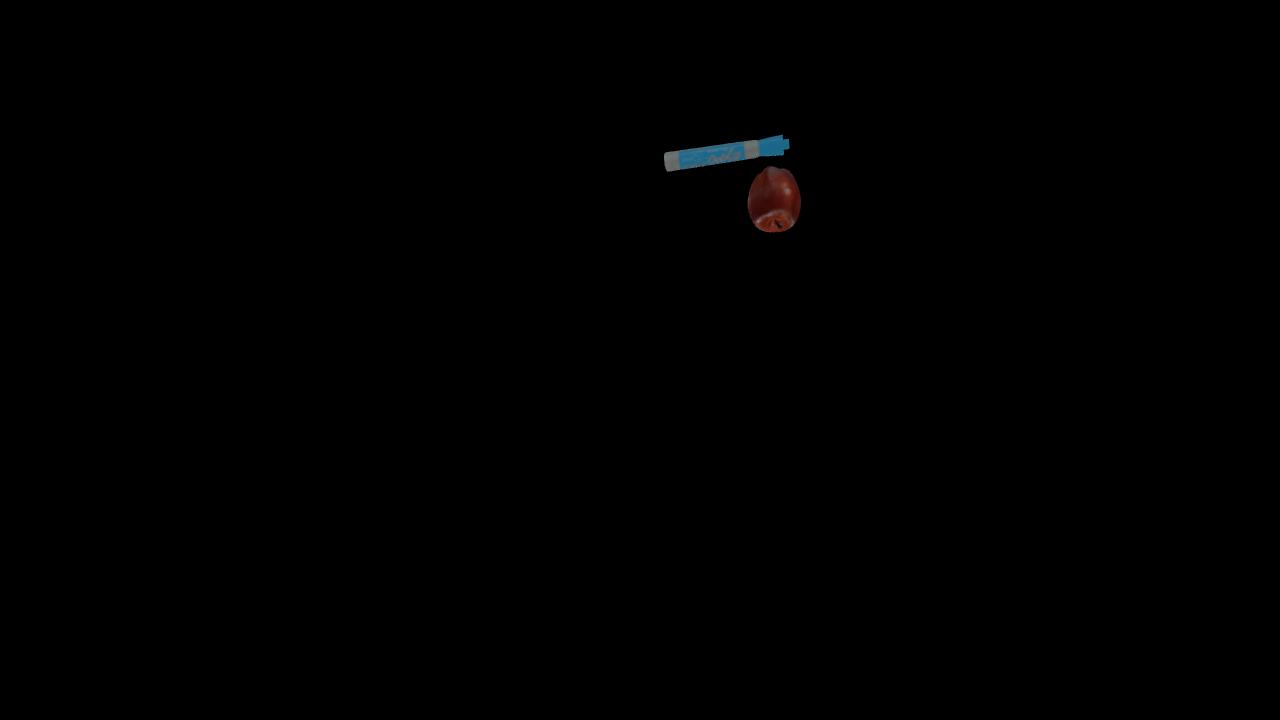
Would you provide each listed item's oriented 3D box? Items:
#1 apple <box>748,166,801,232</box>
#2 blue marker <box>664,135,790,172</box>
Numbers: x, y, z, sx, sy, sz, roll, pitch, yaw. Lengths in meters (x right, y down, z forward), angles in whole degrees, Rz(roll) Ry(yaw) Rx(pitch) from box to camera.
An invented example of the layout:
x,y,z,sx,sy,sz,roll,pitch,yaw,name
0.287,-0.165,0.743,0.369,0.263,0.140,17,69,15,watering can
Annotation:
x,y,z,sx,sy,sz,roll,pitch,yaw,name
0.195,-0.229,0.886,0.079,0.093,0.079,-1,-18,0,apple
0.084,-0.202,0.602,0.121,0.020,0.020,-4,-1,15,blue marker
